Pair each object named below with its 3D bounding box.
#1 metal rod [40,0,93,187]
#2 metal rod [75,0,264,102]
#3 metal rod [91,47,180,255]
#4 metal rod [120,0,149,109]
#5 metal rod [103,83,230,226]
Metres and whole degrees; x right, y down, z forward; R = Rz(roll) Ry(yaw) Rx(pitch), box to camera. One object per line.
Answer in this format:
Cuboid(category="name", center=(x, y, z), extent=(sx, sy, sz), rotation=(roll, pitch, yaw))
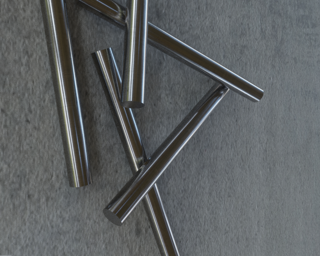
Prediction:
Cuboid(category="metal rod", center=(-0.103, -0.087, 0.318), extent=(0.025, 0.025, 0.298), rotation=(-12, 98, -40))
Cuboid(category="metal rod", center=(0.034, -0.099, 0.412), extent=(0.302, 0.025, 0.025), rotation=(21, 77, -31))
Cuboid(category="metal rod", center=(-0.023, 0.050, 0.387), extent=(0.025, 0.025, 0.298), rotation=(-28, 108, -37))
Cuboid(category="metal rod", center=(-0.024, -0.168, 0.352), extent=(0.025, 0.025, 0.299), rotation=(14, 71, -40))
Cuboid(category="metal rod", center=(0.032, 0.005, 0.411), extent=(0.301, 0.025, 0.025), rotation=(-47, 119, -38))
